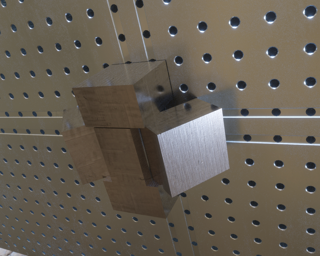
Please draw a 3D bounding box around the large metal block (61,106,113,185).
[{"bbox_3d":[-0.096,0.017,0.426,0.050,0.080,0.080,-17,116,-8],"label":"large metal block"}]

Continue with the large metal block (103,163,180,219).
[{"bbox_3d":[-0.017,0.072,0.426,0.080,0.080,0.050,1,119,27],"label":"large metal block"}]

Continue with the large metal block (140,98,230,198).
[{"bbox_3d":[0.029,0.020,0.361,0.050,0.081,0.079,33,141,57],"label":"large metal block"}]

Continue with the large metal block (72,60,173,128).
[{"bbox_3d":[-0.041,-0.041,0.369,0.080,0.080,0.050,1,119,27],"label":"large metal block"}]

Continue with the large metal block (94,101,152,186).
[{"bbox_3d":[-0.030,0.016,0.399,0.050,0.080,0.079,1,119,27],"label":"large metal block"}]
